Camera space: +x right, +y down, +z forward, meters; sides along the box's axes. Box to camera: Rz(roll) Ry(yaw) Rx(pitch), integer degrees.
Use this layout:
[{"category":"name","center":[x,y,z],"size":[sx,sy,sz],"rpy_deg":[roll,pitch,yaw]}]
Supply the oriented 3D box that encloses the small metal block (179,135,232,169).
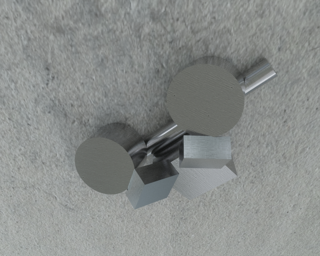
[{"category":"small metal block","center":[0.049,0.028,0.352],"size":[0.050,0.025,0.050],"rpy_deg":[2,161,-2]}]

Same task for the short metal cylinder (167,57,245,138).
[{"category":"short metal cylinder","center":[0.053,-0.036,0.343],"size":[0.080,0.050,0.079],"rpy_deg":[6,112,14]}]

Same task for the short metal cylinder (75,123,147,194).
[{"category":"short metal cylinder","center":[-0.063,0.039,0.407],"size":[0.080,0.050,0.079],"rpy_deg":[6,112,14]}]

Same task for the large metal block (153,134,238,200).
[{"category":"large metal block","center":[0.047,0.046,0.430],"size":[0.080,0.050,0.080],"rpy_deg":[-34,123,25]}]

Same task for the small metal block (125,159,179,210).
[{"category":"small metal block","center":[-0.010,0.070,0.387],"size":[0.050,0.025,0.050],"rpy_deg":[-12,139,-34]}]

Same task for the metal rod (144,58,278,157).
[{"category":"metal rod","center":[0.014,0.006,0.413],"size":[0.299,0.025,0.025],"rpy_deg":[-34,123,25]}]
